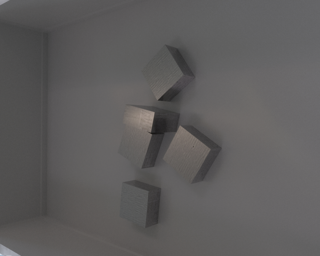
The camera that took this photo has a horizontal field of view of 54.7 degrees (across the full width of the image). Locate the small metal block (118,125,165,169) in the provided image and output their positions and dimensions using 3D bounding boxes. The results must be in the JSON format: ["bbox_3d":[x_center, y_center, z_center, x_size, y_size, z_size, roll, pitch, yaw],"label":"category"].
[{"bbox_3d":[-0.027,0.022,0.429,0.050,0.025,0.050,28,108,36],"label":"small metal block"}]

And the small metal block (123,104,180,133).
[{"bbox_3d":[-0.011,-0.012,0.400,0.050,0.050,0.025,17,101,38],"label":"small metal block"}]

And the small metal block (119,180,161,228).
[{"bbox_3d":[-0.028,0.104,0.430,0.050,0.025,0.050,9,96,39],"label":"small metal block"}]

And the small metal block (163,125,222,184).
[{"bbox_3d":[0.038,0.031,0.376,0.050,0.025,0.050,40,114,33],"label":"small metal block"}]

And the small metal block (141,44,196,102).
[{"bbox_3d":[0.010,-0.070,0.399,0.050,0.025,0.050,-42,65,32],"label":"small metal block"}]
